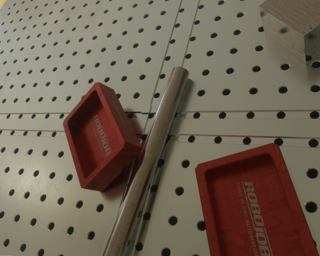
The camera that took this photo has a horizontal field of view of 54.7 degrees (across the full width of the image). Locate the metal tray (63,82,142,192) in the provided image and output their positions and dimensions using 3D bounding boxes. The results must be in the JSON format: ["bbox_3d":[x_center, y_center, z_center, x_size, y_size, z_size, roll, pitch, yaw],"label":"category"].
[{"bbox_3d":[-0.085,0.010,0.427,0.090,0.030,0.130,-45,49,19],"label":"metal tray"}]

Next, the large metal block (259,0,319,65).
[{"bbox_3d":[0.184,-0.139,0.381,0.080,0.050,0.080,-36,51,4],"label":"large metal block"}]

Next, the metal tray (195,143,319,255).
[{"bbox_3d":[0.091,0.087,0.303,0.090,0.030,0.130,-19,54,17],"label":"metal tray"}]

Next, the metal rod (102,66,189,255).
[{"bbox_3d":[-0.018,0.051,0.386,0.025,0.025,0.300,6,65,31],"label":"metal rod"}]
